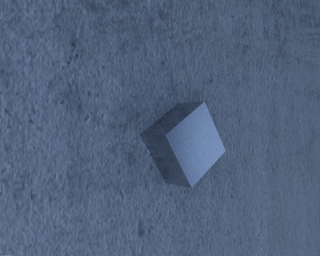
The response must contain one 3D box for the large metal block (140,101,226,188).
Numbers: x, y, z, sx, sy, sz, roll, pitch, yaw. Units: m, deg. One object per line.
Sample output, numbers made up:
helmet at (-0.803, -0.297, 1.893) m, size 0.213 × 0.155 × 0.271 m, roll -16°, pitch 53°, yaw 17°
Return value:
large metal block at (0.033, 0.020, 0.415) m, size 0.080 × 0.050 × 0.080 m, roll -40°, pitch 115°, yaw -32°
